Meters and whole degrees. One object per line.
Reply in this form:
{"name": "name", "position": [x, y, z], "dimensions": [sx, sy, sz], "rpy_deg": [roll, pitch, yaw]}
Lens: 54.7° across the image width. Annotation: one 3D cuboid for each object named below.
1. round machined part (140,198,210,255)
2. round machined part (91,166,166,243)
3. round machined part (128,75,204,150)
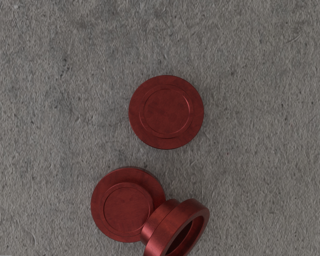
{"name": "round machined part", "position": [0.014, 0.127, 0.381], "dimensions": [0.042, 0.098, 0.098], "rpy_deg": [33, 90, 31]}
{"name": "round machined part", "position": [-0.041, 0.101, 0.401], "dimensions": [0.099, 0.042, 0.097], "rpy_deg": [0, 90, 0]}
{"name": "round machined part", "position": [0.008, -0.020, 0.401], "dimensions": [0.099, 0.042, 0.097], "rpy_deg": [0, 90, 0]}
